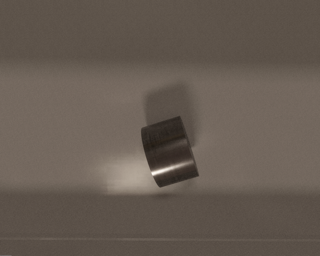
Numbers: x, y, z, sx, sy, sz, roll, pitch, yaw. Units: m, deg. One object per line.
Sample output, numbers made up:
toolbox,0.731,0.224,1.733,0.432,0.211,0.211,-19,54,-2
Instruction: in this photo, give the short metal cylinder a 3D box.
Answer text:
short metal cylinder,0.013,0.030,0.393,0.050,0.080,0.080,-18,109,6
